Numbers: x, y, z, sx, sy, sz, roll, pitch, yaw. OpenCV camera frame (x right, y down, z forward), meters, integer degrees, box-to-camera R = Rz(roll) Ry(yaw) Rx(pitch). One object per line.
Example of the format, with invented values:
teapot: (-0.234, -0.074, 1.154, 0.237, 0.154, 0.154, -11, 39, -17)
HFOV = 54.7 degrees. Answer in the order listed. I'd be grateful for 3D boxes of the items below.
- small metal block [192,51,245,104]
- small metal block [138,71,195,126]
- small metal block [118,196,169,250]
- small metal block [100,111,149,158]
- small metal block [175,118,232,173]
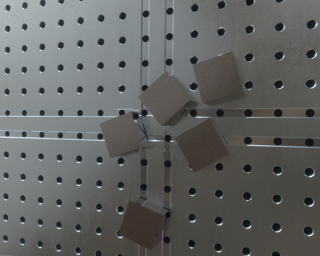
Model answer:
small metal block: (0.073, -0.061, 0.386, 0.050, 0.025, 0.050, -16, 85, 19)
small metal block: (0.009, -0.038, 0.409, 0.050, 0.025, 0.050, -42, 77, 15)
small metal block: (-0.022, 0.128, 0.419, 0.050, 0.025, 0.050, 20, 96, 18)
small metal block: (-0.049, 0.009, 0.429, 0.050, 0.025, 0.050, -20, 84, 18)
small metal block: (0.055, 0.022, 0.393, 0.050, 0.025, 0.050, -31, 80, 17)
